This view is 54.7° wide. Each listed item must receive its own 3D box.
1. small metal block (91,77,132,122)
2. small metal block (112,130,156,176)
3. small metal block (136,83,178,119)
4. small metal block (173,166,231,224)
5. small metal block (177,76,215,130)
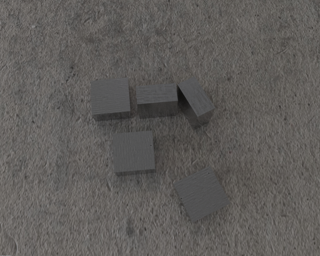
[{"bbox_3d":[-0.066,-0.039,0.422,0.050,0.025,0.050,-6,70,-2],"label":"small metal block"},{"bbox_3d":[-0.033,0.033,0.396,0.050,0.025,0.050,-5,70,-2],"label":"small metal block"},{"bbox_3d":[-0.004,-0.035,0.407,0.050,0.050,0.025,-5,70,-2],"label":"small metal block"},{"bbox_3d":[0.049,0.082,0.378,0.050,0.025,0.050,-24,72,-9],"label":"small metal block"},{"bbox_3d":[0.045,-0.031,0.406,0.025,0.050,0.050,-27,72,-9],"label":"small metal block"}]
